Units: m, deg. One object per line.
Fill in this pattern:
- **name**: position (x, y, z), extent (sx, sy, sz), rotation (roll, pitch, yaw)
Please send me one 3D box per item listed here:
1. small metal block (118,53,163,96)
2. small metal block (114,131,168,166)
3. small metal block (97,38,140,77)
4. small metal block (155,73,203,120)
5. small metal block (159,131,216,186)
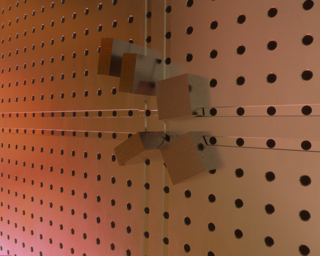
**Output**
- **small metal block**: position (-0.025, -0.070, 0.412), extent (0.025, 0.050, 0.050), rotation (13, 98, 39)
- **small metal block**: position (-0.024, 0.027, 0.411), extent (0.050, 0.050, 0.025), rotation (-33, 70, 35)
- **small metal block**: position (-0.058, -0.097, 0.439), extent (0.025, 0.050, 0.050), rotation (14, 99, 39)
- **small metal block**: position (0.023, -0.037, 0.388), extent (0.050, 0.025, 0.050), rotation (-9, 85, 39)
- **small metal block**: position (0.033, 0.037, 0.380), extent (0.050, 0.025, 0.050), rotation (-32, 70, 35)
